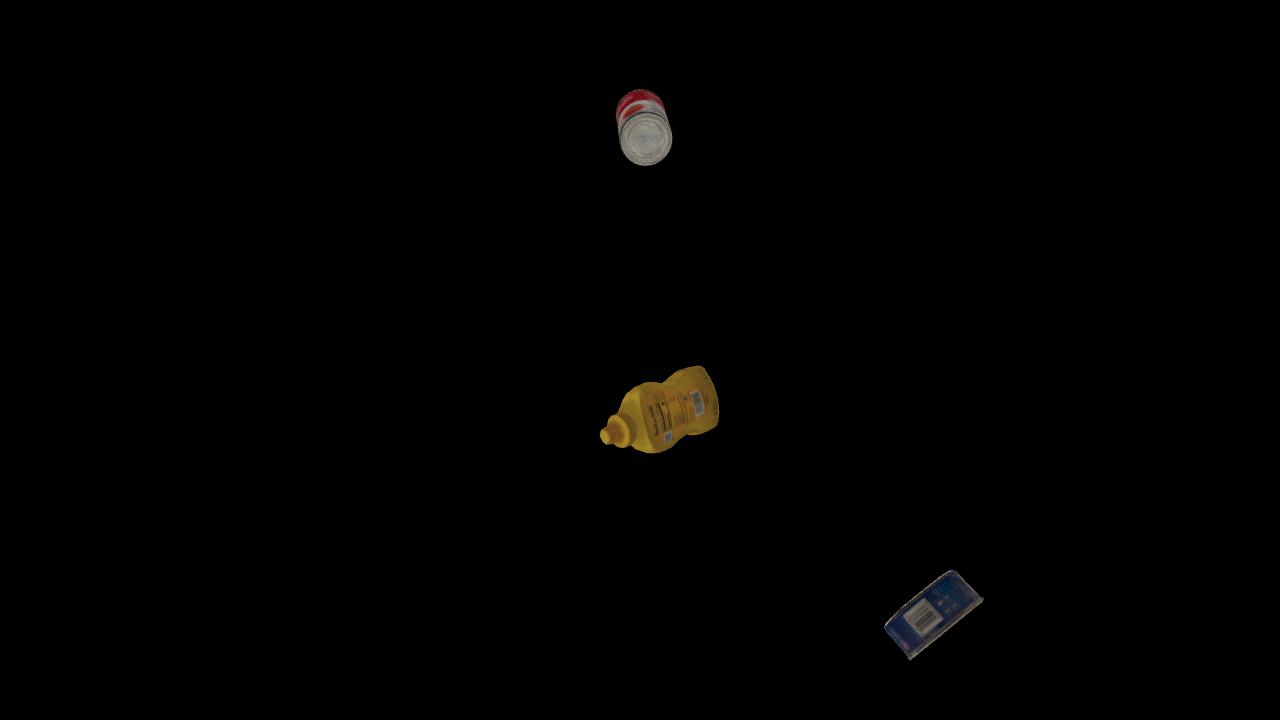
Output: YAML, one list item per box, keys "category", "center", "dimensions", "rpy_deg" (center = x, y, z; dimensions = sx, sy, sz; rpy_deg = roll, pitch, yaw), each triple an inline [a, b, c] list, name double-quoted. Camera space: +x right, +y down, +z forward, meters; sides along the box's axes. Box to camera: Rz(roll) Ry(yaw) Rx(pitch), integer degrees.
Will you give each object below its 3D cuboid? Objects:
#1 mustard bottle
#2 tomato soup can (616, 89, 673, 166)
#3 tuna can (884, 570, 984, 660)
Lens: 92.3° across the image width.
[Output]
- category: "mustard bottle"
  center: [0.023, 0.070, 0.782]
  dimensions: [0.184, 0.092, 0.054]
  rpy_deg: [-18, 11, -41]
- category: "tomato soup can"
  center: [0.005, -0.298, 0.789]
  dimensions: [0.068, 0.068, 0.101]
  rpy_deg: [0, 39, -6]
- category: "tuna can"
  center: [0.258, 0.224, 0.543]
  dimensions: [0.084, 0.084, 0.034]
  rpy_deg: [0, 40, -44]
